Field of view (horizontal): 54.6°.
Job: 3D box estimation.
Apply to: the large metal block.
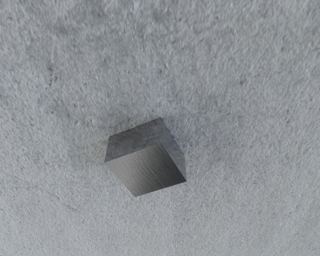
[{"bbox_3d":[-0.017,0.042,0.426,0.080,0.050,0.080,-20,127,16],"label":"large metal block"}]
